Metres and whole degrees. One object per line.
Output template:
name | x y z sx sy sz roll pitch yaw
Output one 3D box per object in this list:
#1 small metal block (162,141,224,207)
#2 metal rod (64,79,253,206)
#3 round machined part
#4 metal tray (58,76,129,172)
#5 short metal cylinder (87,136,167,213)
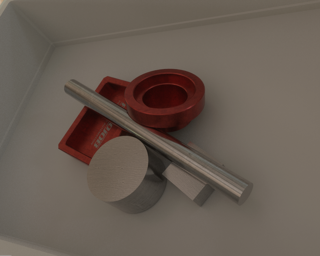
small metal block | 0.040 0.051 0.350 0.050 0.025 0.050 -49 52 -7
metal rod | -0.025 0.001 0.378 0.300 0.025 0.025 30 78 35
round machined part | 0.007 -0.032 0.391 0.099 0.042 0.098 -4 41 4
metal tray | -0.075 -0.007 0.441 0.090 0.030 0.130 20 72 35
short metal cylinder | -0.039 0.056 0.371 0.080 0.050 0.080 -13 56 20
